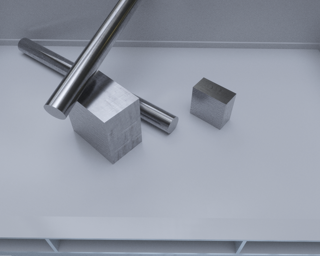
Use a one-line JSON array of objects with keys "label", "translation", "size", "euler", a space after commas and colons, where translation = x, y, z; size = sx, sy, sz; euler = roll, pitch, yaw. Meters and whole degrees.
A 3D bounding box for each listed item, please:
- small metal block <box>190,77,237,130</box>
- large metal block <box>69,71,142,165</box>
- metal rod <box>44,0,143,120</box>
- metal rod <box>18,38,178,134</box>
[{"label": "small metal block", "translation": [0.070, -0.033, 0.417], "size": [0.050, 0.050, 0.025], "euler": [32, 57, 23]}, {"label": "large metal block", "translation": [-0.070, -0.015, 0.381], "size": [0.080, 0.080, 0.050], "euler": [36, 59, 26]}, {"label": "metal rod", "translation": [-0.053, -0.137, 0.389], "size": [0.025, 0.025, 0.300], "euler": [17, 61, 14]}, {"label": "metal rod", "translation": [-0.105, -0.071, 0.463], "size": [0.300, 0.025, 0.025], "euler": [29, 56, 22]}]
